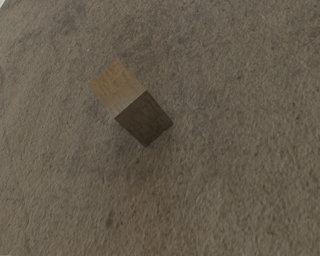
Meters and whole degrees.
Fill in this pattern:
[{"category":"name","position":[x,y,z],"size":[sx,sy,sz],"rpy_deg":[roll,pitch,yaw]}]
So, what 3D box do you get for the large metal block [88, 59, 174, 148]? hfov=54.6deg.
[{"category":"large metal block","position":[-0.038,-0.032,0.409],"size":[0.050,0.080,0.080],"rpy_deg":[-42,51,0]}]
